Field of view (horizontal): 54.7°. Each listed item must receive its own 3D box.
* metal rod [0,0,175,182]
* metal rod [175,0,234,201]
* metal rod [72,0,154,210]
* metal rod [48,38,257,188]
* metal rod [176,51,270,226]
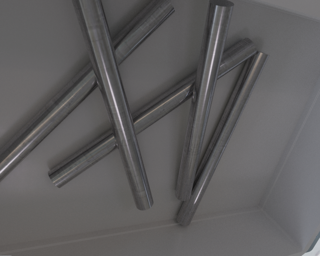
[{"bbox_3d":[-0.101,-0.029,0.335,0.300,0.025,0.025,-44,129,2],"label":"metal rod"},{"bbox_3d":[0.049,-0.009,0.402,0.025,0.025,0.298,-12,132,-22],"label":"metal rod"},{"bbox_3d":[-0.045,-0.015,0.340,0.025,0.025,0.298,-22,127,-15],"label":"metal rod"},{"bbox_3d":[-0.005,-0.022,0.391,0.301,0.025,0.025,-35,129,-6],"label":"metal rod"},{"bbox_3d":[0.088,0.027,0.473,0.025,0.025,0.298,7,115,-31],"label":"metal rod"}]
